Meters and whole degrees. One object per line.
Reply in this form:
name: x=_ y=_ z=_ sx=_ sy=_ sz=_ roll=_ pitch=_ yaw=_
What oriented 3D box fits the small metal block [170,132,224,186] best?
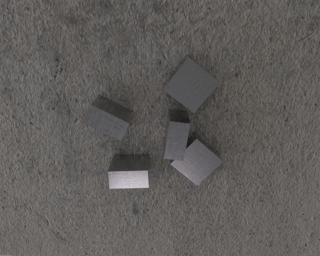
small metal block: x=0.049 y=0.042 z=0.426 sx=0.050 sy=0.025 sz=0.050 roll=40 pitch=105 yaw=-14

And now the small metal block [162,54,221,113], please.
small metal block: x=0.038 y=-0.055 z=0.390 sx=0.050 sy=0.025 sz=0.050 roll=36 pitch=106 yaw=-13

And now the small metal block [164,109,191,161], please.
small metal block: x=0.020 y=0.008 z=0.399 sx=0.025 sy=0.050 sz=0.050 roll=7 pitch=110 yaw=-3

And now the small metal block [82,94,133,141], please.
small metal block: x=-0.064 y=-0.015 z=0.390 sx=0.050 sy=0.050 sz=0.025 roll=26 pitch=108 yaw=-10

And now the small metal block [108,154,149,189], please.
small metal block: x=-0.040 y=0.057 z=0.417 sx=0.050 sy=0.050 sz=0.025 roll=-1 pitch=110 yaw=0
